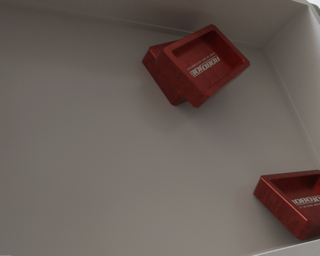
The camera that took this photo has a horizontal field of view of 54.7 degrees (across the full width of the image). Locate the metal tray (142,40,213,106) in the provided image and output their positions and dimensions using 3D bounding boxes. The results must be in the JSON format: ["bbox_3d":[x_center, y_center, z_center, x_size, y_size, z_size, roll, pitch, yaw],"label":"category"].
[{"bbox_3d":[0.048,-0.095,0.486,0.131,0.030,0.090,-24,75,-37],"label":"metal tray"}]

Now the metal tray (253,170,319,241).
[{"bbox_3d":[0.207,0.099,0.424,0.131,0.030,0.090,0,30,-28],"label":"metal tray"}]

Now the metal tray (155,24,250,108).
[{"bbox_3d":[0.066,-0.095,0.456,0.090,0.030,0.131,48,51,6],"label":"metal tray"}]
